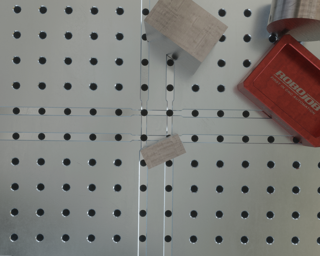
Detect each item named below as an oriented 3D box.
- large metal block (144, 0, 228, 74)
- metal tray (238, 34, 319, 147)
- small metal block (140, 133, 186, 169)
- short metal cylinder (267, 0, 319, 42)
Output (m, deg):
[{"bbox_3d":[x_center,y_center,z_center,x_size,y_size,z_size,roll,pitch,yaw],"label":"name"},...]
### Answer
[{"bbox_3d":[0.029,-0.117,0.386,0.080,0.080,0.050,36,90,0],"label":"large metal block"},{"bbox_3d":[0.183,-0.048,0.412,0.130,0.030,0.090,40,90,0],"label":"metal tray"},{"bbox_3d":[0.004,0.029,0.401,0.050,0.050,0.025,-24,90,0],"label":"small metal block"},{"bbox_3d":[0.180,-0.146,0.387,0.080,0.080,0.050,11,90,0],"label":"short metal cylinder"}]
